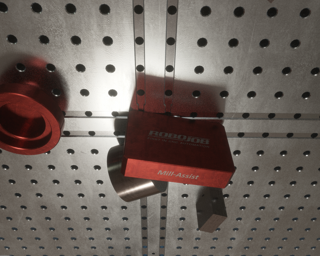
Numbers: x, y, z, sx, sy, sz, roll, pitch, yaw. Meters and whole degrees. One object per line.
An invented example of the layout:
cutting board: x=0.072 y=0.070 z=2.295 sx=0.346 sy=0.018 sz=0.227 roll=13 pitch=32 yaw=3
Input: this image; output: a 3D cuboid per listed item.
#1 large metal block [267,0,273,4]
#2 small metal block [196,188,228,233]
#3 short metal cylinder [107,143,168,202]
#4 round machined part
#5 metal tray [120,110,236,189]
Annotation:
large metal block: x=0.088 y=-0.167 z=0.254 sx=0.080 sy=0.050 sz=0.080 roll=29 pitch=124 yaw=-23
small metal block: x=0.084 y=0.137 z=0.514 sx=0.025 sy=0.050 sz=0.050 roll=17 pitch=128 yaw=-14
short metal cylinder: x=-0.029 y=0.055 z=0.422 sx=0.050 sy=0.080 sz=0.080 roll=-20 pitch=128 yaw=16
round machined part: x=-0.169 y=-0.015 z=0.385 sx=0.099 sy=0.042 sz=0.097 roll=-1 pitch=130 yaw=0
metal tray: x=0.021 y=0.025 z=0.390 sx=0.131 sy=0.090 sz=0.030 roll=8 pitch=130 yaw=-8
